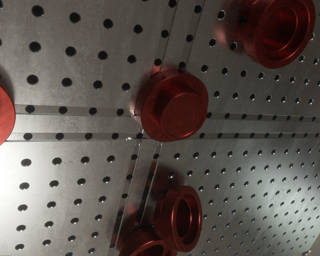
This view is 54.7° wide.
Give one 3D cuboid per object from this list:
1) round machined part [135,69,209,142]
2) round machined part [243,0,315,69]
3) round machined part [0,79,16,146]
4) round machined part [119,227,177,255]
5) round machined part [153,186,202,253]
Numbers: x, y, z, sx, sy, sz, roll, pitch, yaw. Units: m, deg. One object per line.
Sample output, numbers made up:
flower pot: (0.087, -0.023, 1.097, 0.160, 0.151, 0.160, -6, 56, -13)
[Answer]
round machined part: (0.022, -0.023, 0.400, 0.099, 0.042, 0.097, -14, 125, -21)
round machined part: (0.148, -0.130, 0.403, 0.099, 0.042, 0.097, -14, 125, -21)
round machined part: (-0.190, -0.010, 0.290, 0.099, 0.042, 0.097, -14, 125, -21)
round machined part: (-0.024, 0.204, 0.514, 0.099, 0.042, 0.097, -14, 126, -20)
round machined part: (0.026, 0.139, 0.480, 0.098, 0.042, 0.098, 16, 71, -56)
